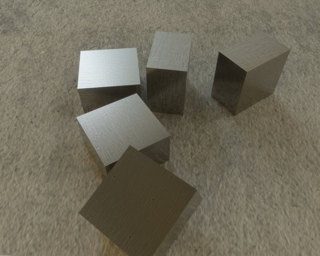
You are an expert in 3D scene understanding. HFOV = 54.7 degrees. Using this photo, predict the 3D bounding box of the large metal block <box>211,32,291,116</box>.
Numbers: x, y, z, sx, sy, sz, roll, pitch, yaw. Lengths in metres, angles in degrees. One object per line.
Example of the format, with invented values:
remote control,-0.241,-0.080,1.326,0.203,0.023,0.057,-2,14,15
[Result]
large metal block,0.123,-0.076,0.433,0.081,0.080,0.050,-28,56,-22

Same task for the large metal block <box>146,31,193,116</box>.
large metal block,0.014,-0.076,0.432,0.050,0.080,0.080,7,50,5

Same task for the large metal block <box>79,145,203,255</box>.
large metal block,-0.016,0.077,0.306,0.080,0.050,0.080,32,78,23

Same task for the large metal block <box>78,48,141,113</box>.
large metal block,-0.070,-0.068,0.443,0.081,0.050,0.080,-5,50,-5

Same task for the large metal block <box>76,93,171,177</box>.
large metal block,-0.043,0.014,0.375,0.081,0.050,0.080,-25,54,-20
